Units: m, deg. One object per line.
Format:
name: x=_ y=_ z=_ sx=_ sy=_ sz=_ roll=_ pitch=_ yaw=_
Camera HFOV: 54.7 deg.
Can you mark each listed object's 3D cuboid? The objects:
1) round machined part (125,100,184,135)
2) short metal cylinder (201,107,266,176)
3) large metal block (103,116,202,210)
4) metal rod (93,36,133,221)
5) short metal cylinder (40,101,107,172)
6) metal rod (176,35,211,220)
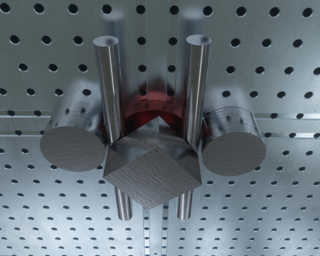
round machined part: x=-0.008 y=0.014 z=0.413 sx=0.099 sy=0.042 sz=0.097 roll=0 pitch=130 yaw=0
short metal cylinder: x=0.094 y=0.019 z=0.411 sx=0.081 sy=0.050 sz=0.079 roll=0 pitch=130 yaw=0
large metal block: x=-0.008 y=0.045 z=0.371 sx=0.080 sy=0.050 sz=0.080 roll=-31 pitch=124 yaw=23
metal rod: x=-0.055 y=0.027 z=0.406 sx=0.025 sy=0.025 sz=0.298 roll=0 pitch=130 yaw=0
short metal cylinder: x=-0.108 y=0.012 z=0.404 sx=0.081 sy=0.050 sz=0.079 roll=0 pitch=130 yaw=0
metal rod: x=0.039 y=0.025 z=0.406 sx=0.025 sy=0.025 sz=0.298 roll=0 pitch=130 yaw=0
